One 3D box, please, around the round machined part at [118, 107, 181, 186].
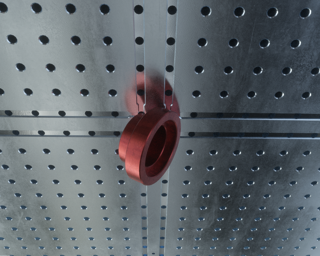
[{"bbox_3d":[-0.015,0.020,0.392,0.042,0.098,0.097,20,135,25],"label":"round machined part"}]
